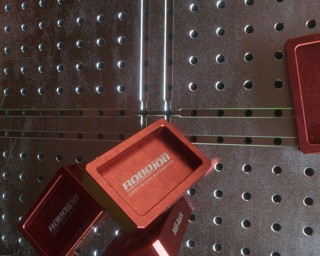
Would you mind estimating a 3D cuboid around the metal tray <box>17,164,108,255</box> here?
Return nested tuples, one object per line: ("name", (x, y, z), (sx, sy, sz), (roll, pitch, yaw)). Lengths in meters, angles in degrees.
("metal tray", (-0.142, 0.129, 0.458), (0.090, 0.030, 0.130), (42, 103, 15))

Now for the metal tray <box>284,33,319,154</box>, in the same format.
("metal tray", (0.193, -0.040, 0.341), (0.090, 0.030, 0.129), (-7, 88, 19))

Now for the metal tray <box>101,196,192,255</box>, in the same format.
("metal tray", (-0.016, 0.129, 0.360), (0.090, 0.130, 0.030), (-32, 91, 17))

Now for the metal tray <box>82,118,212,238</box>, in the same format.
("metal tray", (-0.012, 0.051, 0.363), (0.090, 0.131, 0.030), (43, 139, 16))
